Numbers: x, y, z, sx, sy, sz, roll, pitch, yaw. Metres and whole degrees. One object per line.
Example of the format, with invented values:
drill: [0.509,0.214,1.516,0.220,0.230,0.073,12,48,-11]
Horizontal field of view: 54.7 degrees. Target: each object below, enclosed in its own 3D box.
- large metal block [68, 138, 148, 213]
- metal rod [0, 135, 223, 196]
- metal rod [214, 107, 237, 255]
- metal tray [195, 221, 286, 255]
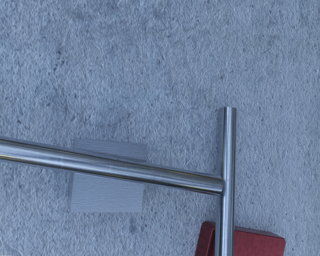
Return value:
large metal block: [-0.064,0.055,0.373,0.081,0.050,0.080,6,88,-20]
metal rod: [-0.067,0.040,0.331,0.302,0.025,0.025,13,86,-20]
metal rod: [0.087,0.118,0.413,0.025,0.025,0.299,9,76,-20]
metal tray: [0.115,0.193,0.451,0.131,0.030,0.090,16,85,-20]
